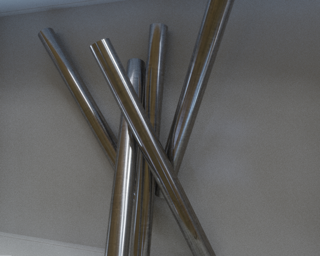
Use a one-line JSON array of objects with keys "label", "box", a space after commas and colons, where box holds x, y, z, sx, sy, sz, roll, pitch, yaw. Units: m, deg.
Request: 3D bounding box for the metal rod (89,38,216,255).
[{"label": "metal rod", "box": [-0.003, 0.038, 0.365, 0.025, 0.025, 0.299, -24, 97, 18]}]

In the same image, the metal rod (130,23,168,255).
[{"label": "metal rod", "box": [-0.013, 0.014, 0.398, 0.025, 0.025, 0.298, 3, 85, 19]}]

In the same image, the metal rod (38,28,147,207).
[{"label": "metal rod", "box": [-0.096, -0.018, 0.442, 0.025, 0.025, 0.299, -35, 79, 16]}]

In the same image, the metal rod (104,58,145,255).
[{"label": "metal rod", "box": [-0.040, 0.048, 0.360, 0.025, 0.025, 0.299, -6, 64, 19]}]

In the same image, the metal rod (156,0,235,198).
[{"label": "metal rod", "box": [0.038, -0.044, 0.344, 0.025, 0.025, 0.298, 24, 118, 18]}]
